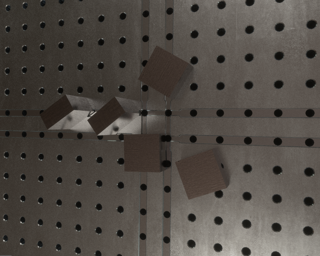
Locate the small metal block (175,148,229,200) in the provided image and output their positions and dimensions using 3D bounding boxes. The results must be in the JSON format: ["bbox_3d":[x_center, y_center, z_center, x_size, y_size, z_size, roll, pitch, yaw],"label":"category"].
[{"bbox_3d":[0.054,0.058,0.393,0.050,0.025,0.050,-22,83,18],"label":"small metal block"}]

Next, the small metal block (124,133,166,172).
[{"bbox_3d":[-0.020,0.033,0.419,0.050,0.025,0.050,-1,90,19],"label":"small metal block"}]

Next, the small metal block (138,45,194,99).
[{"bbox_3d":[0.008,-0.073,0.409,0.050,0.025,0.050,33,100,16],"label":"small metal block"}]

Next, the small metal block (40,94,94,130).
[{"bbox_3d":[-0.132,-0.022,0.444,0.050,0.050,0.025,-33,80,17],"label":"small metal block"}]

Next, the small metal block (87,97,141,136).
[{"bbox_3d":[-0.061,-0.015,0.420,0.050,0.050,0.025,-38,78,16],"label":"small metal block"}]
